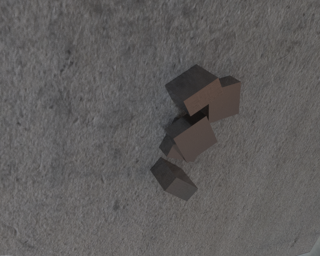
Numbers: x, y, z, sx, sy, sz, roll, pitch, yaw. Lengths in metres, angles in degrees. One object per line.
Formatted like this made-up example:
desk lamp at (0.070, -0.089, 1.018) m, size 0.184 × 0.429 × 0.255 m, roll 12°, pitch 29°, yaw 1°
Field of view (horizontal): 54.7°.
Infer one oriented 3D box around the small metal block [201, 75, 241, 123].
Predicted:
small metal block at (0.082, -0.040, 0.429) m, size 0.050 × 0.025 × 0.050 m, roll -18°, pitch 126°, yaw -18°

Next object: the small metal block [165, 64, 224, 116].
small metal block at (0.042, -0.048, 0.385) m, size 0.050 × 0.050 × 0.025 m, roll -35°, pitch 129°, yaw -6°

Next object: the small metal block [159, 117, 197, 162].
small metal block at (0.035, 0.018, 0.439) m, size 0.050 × 0.025 × 0.050 m, roll 15°, pitch 111°, yaw -35°

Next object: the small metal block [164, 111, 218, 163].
small metal block at (0.041, 0.010, 0.405) m, size 0.050 × 0.025 × 0.050 m, roll -35°, pitch 129°, yaw -6°

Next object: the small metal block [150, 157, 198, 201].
small metal block at (0.020, 0.074, 0.449) m, size 0.050 × 0.050 × 0.025 m, roll 33°, pitch 100°, yaw -39°
